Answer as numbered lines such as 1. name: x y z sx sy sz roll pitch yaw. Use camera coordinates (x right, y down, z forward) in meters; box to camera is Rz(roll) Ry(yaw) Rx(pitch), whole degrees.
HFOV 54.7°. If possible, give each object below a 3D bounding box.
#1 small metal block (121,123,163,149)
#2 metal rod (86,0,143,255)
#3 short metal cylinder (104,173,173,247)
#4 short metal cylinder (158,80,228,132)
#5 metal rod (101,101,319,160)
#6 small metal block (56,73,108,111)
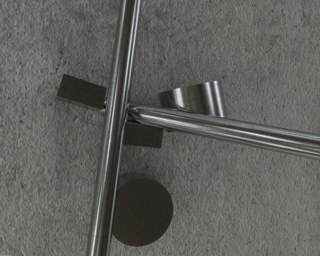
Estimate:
1. small metal block: -0.029 0.009 0.385 0.050 0.050 0.025 8 88 -20
2. metal rod: -0.050 -0.003 0.342 0.025 0.025 0.298 8 85 -20
3. short metal cylinder: -0.030 0.098 0.385 0.081 0.050 0.079 0 90 -20
4. short metal cylinder: 0.042 -0.028 0.395 0.081 0.080 0.050 -13 95 -20
5. metal rod: 0.072 0.002 0.330 0.301 0.025 0.025 11 85 20
6. small metal block: -0.092 -0.039 0.362 0.050 0.050 0.025 18 84 -19
